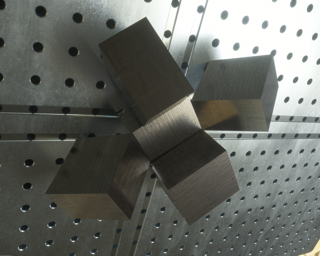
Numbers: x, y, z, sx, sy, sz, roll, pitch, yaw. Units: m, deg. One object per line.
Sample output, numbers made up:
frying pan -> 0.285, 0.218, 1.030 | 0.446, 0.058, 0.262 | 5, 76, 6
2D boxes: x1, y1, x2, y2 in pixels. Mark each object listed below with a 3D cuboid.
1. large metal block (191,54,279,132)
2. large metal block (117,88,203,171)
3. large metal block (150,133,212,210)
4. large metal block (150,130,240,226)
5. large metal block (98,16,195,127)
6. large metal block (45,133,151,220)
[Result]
large metal block -> 0.094, -0.042, 0.380 | 0.080, 0.080, 0.050 | -63, 140, -36
large metal block -> 0.005, 0.000, 0.397 | 0.080, 0.050, 0.080 | -33, 129, -7
large metal block -> 0.034, 0.057, 0.447 | 0.080, 0.050, 0.080 | -33, 128, -8
large metal block -> 0.046, 0.063, 0.392 | 0.080, 0.050, 0.080 | -33, 130, -8
large metal block -> -0.015, -0.051, 0.315 | 0.050, 0.080, 0.080 | -33, 90, -7
large metal block -> -0.067, 0.055, 0.353 | 0.080, 0.080, 0.050 | -6, 133, 25
